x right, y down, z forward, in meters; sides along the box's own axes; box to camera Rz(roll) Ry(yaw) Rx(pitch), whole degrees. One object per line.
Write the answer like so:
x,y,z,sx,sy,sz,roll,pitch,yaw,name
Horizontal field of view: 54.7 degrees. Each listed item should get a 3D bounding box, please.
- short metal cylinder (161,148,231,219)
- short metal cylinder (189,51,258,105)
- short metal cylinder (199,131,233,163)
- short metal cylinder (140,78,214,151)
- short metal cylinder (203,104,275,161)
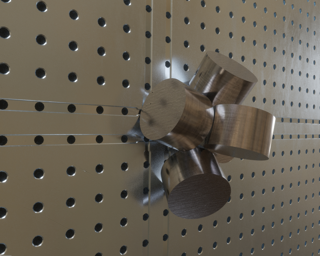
0.045,0.072,0.403,0.081,0.050,0.079,-6,125,-8,short metal cylinder
0.089,-0.066,0.438,0.081,0.080,0.050,3,128,-40,short metal cylinder
0.074,0.010,0.453,0.081,0.050,0.080,1,88,-39,short metal cylinder
0.020,-0.016,0.389,0.050,0.080,0.080,24,75,-38,short metal cylinder
0.099,0.007,0.390,0.080,0.080,0.050,22,76,-38,short metal cylinder
